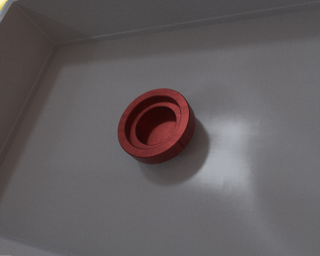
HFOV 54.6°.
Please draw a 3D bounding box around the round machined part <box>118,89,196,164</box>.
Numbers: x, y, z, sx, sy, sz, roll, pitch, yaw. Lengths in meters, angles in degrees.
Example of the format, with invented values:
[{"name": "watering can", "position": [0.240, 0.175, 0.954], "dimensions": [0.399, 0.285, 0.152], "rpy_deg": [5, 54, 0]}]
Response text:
[{"name": "round machined part", "position": [-0.001, 0.001, 0.395], "dimensions": [0.098, 0.042, 0.098], "rpy_deg": [-13, 56, 21]}]
